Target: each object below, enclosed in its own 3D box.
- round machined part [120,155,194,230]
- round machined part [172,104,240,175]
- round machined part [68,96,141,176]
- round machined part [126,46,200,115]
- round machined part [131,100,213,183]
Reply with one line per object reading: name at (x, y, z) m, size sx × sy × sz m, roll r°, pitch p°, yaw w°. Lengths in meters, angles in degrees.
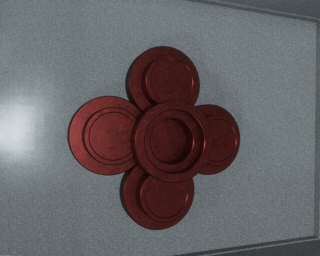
round machined part at (0.001, 0.083, 0.400) m, size 0.099 × 0.042 × 0.097 m, roll 1°, pitch 88°, yaw -21°
round machined part at (0.069, 0.016, 0.424) m, size 0.099 × 0.042 × 0.097 m, roll 0°, pitch 90°, yaw -20°
round machined part at (-0.060, 0.009, 0.377) m, size 0.099 × 0.042 × 0.097 m, roll 0°, pitch 90°, yaw -20°
round machined part at (0.008, -0.058, 0.401) m, size 0.099 × 0.042 × 0.097 m, roll 0°, pitch 90°, yaw -20°
round machined part at (0.011, 0.016, 0.381) m, size 0.099 × 0.042 × 0.097 m, roll 0°, pitch 90°, yaw -20°
